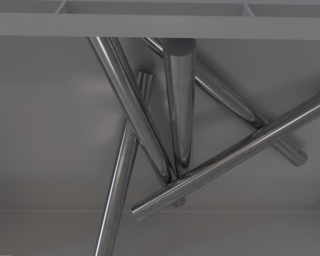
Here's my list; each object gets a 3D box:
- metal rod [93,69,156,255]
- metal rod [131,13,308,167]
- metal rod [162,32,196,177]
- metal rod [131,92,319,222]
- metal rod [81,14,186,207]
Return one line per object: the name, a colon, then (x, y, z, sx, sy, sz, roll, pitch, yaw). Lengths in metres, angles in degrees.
metal rod: (-0.053, 0.074, 0.397, 0.025, 0.025, 0.298, 12, 106, -10)
metal rod: (0.090, -0.031, 0.382, 0.301, 0.025, 0.025, 34, 122, -26)
metal rod: (0.026, 0.013, 0.357, 0.025, 0.025, 0.299, -4, 150, 3)
metal rod: (0.094, 0.034, 0.391, 0.300, 0.025, 0.025, -33, 124, 8)
metal rod: (-0.014, 0.010, 0.362, 0.025, 0.025, 0.299, -12, 136, 10)
